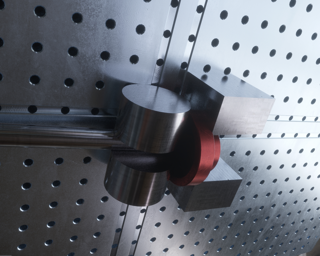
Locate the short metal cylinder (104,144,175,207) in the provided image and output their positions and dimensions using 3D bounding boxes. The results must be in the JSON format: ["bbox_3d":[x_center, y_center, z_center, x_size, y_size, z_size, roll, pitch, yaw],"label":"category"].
[{"bbox_3d":[-0.027,0.053,0.393,0.081,0.080,0.050,1,118,-29],"label":"short metal cylinder"}]

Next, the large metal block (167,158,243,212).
[{"bbox_3d":[0.057,0.073,0.452,0.081,0.080,0.050,3,117,-30],"label":"large metal block"}]

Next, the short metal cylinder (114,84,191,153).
[{"bbox_3d":[-0.009,-0.013,0.362,0.081,0.080,0.050,1,119,-29],"label":"short metal cylinder"}]

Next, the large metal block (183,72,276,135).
[{"bbox_3d":[0.085,-0.033,0.402,0.081,0.080,0.050,0,119,-28],"label":"large metal block"}]

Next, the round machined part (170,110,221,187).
[{"bbox_3d":[0.041,0.025,0.401,0.042,0.098,0.097,1,118,-29],"label":"round machined part"}]

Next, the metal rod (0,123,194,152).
[{"bbox_3d":[-0.097,0.011,0.350,0.302,0.025,0.025,4,117,-26],"label":"metal rod"}]
